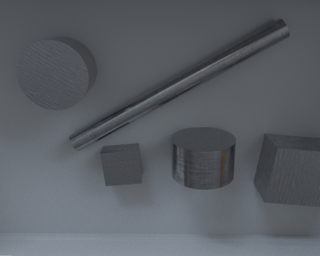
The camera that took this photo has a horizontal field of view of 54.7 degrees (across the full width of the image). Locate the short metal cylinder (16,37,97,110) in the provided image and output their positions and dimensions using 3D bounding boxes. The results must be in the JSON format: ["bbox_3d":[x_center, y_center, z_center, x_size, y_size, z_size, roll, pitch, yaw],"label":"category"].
[{"bbox_3d":[-0.121,-0.067,0.372,0.081,0.050,0.079,0,110,-1],"label":"short metal cylinder"}]

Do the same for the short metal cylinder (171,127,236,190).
[{"bbox_3d":[0.055,0.036,0.396,0.081,0.080,0.050,-2,110,0],"label":"short metal cylinder"}]

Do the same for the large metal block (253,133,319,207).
[{"bbox_3d":[0.182,0.057,0.422,0.081,0.050,0.079,5,110,-3],"label":"large metal block"}]

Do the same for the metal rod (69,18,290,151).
[{"bbox_3d":[0.017,-0.050,0.393,0.301,0.025,0.025,-28,108,9],"label":"metal rod"}]

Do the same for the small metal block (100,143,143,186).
[{"bbox_3d":[-0.052,0.051,0.429,0.050,0.025,0.050,-5,110,1],"label":"small metal block"}]
